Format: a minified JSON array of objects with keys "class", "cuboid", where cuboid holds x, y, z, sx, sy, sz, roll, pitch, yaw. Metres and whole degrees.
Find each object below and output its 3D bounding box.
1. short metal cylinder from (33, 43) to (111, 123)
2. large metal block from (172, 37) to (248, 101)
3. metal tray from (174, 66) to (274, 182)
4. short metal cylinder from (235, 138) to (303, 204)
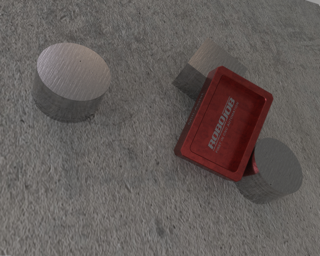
[{"class":"short metal cylinder","cuboid":[-0.104,-0.052,0.364,0.081,0.050,0.080,14,56,-21]},{"class":"large metal block","cuboid":[0.078,-0.081,0.479,0.080,0.050,0.080,37,51,-3]},{"class":"metal tray","cuboid":[0.086,-0.005,0.413,0.090,0.030,0.130,27,79,-12]},{"class":"short metal cylinder","cuboid":[0.148,0.060,0.431,0.081,0.050,0.080,14,56,-21]}]
